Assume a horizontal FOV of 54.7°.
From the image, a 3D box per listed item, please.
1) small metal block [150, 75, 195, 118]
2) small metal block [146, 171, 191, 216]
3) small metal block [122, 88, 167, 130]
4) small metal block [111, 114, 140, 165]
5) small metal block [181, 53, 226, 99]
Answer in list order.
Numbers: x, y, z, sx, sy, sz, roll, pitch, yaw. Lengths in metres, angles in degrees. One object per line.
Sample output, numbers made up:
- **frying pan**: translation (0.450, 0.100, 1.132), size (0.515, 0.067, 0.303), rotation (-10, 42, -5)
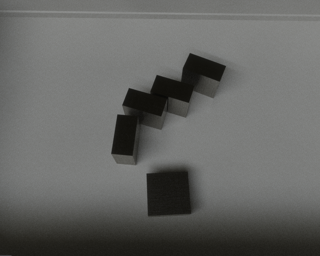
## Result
- **small metal block**: translation (0.016, -0.041, 0.411), size (0.050, 0.050, 0.025), rotation (17, 71, 6)
- **small metal block**: translation (0.010, 0.082, 0.380), size (0.050, 0.025, 0.050), rotation (-3, 70, -1)
- **small metal block**: translation (-0.019, -0.024, 0.405), size (0.050, 0.050, 0.025), rotation (16, 71, 6)
- **small metal block**: translation (-0.042, 0.016, 0.390), size (0.025, 0.050, 0.050), rotation (5, 70, 2)
- **small metal block**: translation (0.057, -0.070, 0.422), size (0.050, 0.050, 0.025), rotation (22, 72, 8)
